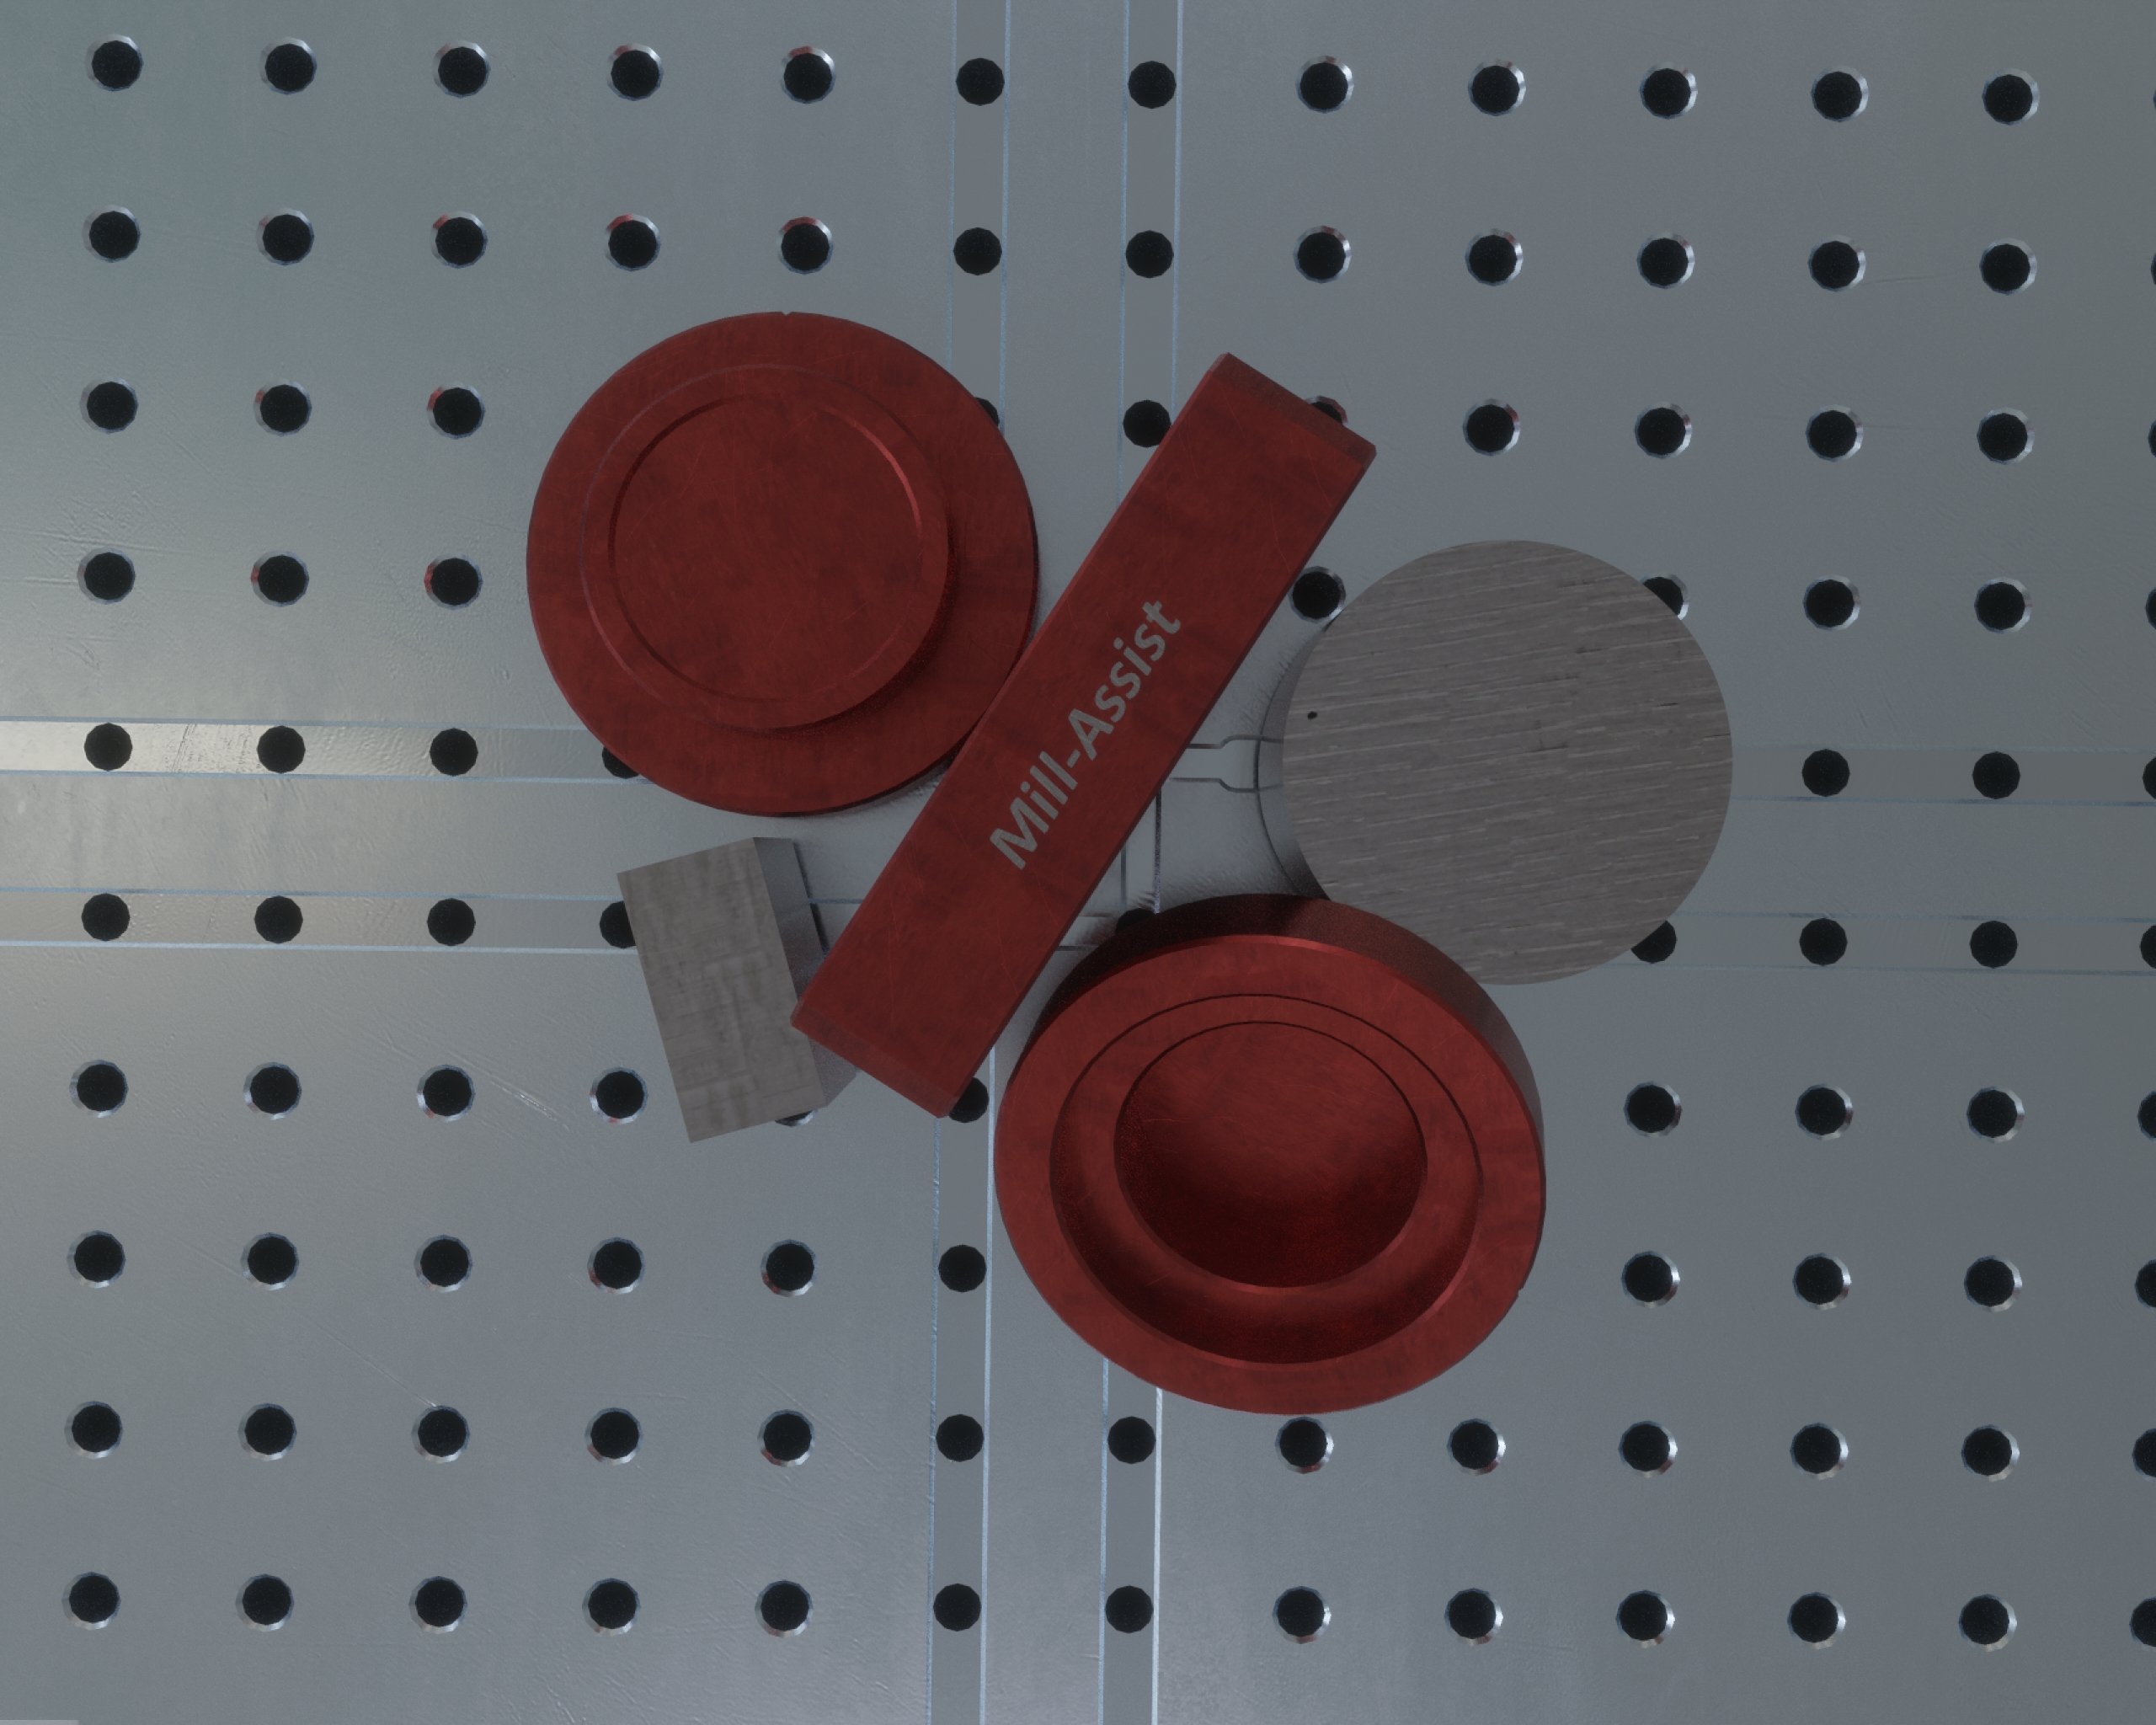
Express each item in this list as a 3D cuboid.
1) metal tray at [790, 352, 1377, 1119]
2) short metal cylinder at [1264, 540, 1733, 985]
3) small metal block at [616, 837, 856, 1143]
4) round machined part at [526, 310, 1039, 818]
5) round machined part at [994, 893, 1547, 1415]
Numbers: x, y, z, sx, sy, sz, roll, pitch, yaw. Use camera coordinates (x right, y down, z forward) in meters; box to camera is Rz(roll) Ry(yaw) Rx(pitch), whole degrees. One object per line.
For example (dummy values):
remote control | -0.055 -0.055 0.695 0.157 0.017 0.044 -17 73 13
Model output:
metal tray | 0.001 -0.021 0.377 0.030 0.090 0.130 33 90 0
short metal cylinder | 0.077 -0.018 0.397 0.081 0.050 0.079 0 90 0
small metal block | -0.063 0.023 0.396 0.025 0.050 0.050 -15 90 0
round machined part | -0.057 -0.057 0.400 0.099 0.042 0.097 0 90 0
round machined part | 0.037 0.050 0.390 0.098 0.042 0.097 4 112 9
